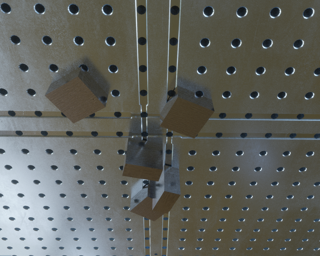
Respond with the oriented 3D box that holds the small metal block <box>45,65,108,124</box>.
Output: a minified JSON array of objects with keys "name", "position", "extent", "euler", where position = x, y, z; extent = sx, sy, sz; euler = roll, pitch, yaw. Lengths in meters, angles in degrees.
[{"name":"small metal block","position":[-0.100,-0.040,0.377],"extent":[0.050,0.025,0.050],"euler":[-25,126,19]}]

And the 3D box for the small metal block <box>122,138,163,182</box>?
[{"name":"small metal block","position":[-0.023,0.044,0.432],"extent":[0.050,0.050,0.025],"euler":[11,129,-9]}]

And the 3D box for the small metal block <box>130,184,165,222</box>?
[{"name":"small metal block","position":[-0.015,0.126,0.518],"extent":[0.050,0.025,0.050],"euler":[30,124,-23]}]

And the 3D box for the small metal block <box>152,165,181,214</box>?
[{"name":"small metal block","position":[0.009,0.094,0.475],"extent":[0.025,0.050,0.050],"euler":[16,128,-13]}]

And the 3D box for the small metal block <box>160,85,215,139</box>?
[{"name":"small metal block","position":[0.033,-0.019,0.395],"extent":[0.050,0.025,0.050],"euler":[20,127,-16]}]
